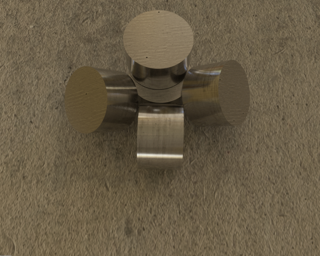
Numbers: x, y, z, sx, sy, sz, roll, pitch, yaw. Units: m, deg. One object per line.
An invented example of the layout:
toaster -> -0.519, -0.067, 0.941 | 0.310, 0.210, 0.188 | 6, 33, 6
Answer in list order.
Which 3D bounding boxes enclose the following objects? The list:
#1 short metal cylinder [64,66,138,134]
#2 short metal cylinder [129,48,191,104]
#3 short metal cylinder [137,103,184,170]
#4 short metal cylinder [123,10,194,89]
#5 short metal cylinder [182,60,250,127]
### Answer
short metal cylinder -> -0.074, -0.034, 0.386 | 0.080, 0.050, 0.079 | 2, 93, 38
short metal cylinder -> 0.000, -0.060, 0.418 | 0.081, 0.050, 0.080 | 0, 70, 0
short metal cylinder -> 0.001, 0.010, 0.375 | 0.050, 0.080, 0.080 | 2, 70, 0
short metal cylinder -> -0.002, -0.094, 0.377 | 0.081, 0.050, 0.080 | 0, 70, 0
short metal cylinder -> 0.072, -0.042, 0.390 | 0.050, 0.080, 0.080 | -2, 64, 41
